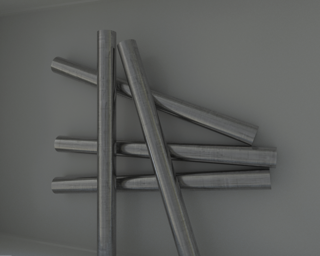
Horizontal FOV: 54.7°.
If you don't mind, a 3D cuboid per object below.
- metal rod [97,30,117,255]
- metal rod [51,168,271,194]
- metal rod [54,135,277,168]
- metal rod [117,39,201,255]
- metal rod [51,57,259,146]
[{"bbox_3d":[-0.070,0.024,0.405,0.025,0.025,0.298,0,90,19],"label":"metal rod"},{"bbox_3d":[-0.012,0.073,0.412,0.301,0.025,0.025,-5,88,19],"label":"metal rod"},{"bbox_3d":[-0.007,0.029,0.410,0.301,0.025,0.025,2,91,19],"label":"metal rod"},{"bbox_3d":[0.000,0.034,0.381,0.025,0.025,0.299,-19,84,19],"label":"metal rod"},{"bbox_3d":[-0.020,-0.042,0.414,0.301,0.025,0.025,21,97,18],"label":"metal rod"}]
